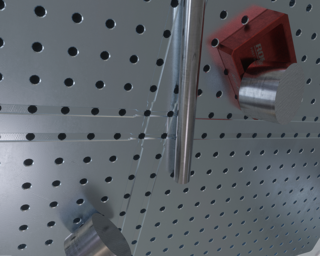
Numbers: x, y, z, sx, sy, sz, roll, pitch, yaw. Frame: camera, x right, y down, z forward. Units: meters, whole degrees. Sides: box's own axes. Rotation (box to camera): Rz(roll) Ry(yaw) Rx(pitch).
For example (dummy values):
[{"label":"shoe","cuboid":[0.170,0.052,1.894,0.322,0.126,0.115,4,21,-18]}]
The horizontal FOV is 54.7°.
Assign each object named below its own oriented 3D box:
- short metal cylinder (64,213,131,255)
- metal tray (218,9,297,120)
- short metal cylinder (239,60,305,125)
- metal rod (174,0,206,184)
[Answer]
[{"label":"short metal cylinder","cuboid":[-0.086,0.167,0.432,0.050,0.080,0.080,-42,129,0]},{"label":"metal tray","cuboid":[0.144,-0.084,0.434,0.090,0.030,0.130,-37,129,-4]},{"label":"short metal cylinder","cuboid":[0.150,-0.048,0.413,0.081,0.050,0.079,-16,114,-41]},{"label":"metal rod","cuboid":[0.036,-0.049,0.400,0.025,0.025,0.298,-13,124,-22]}]
